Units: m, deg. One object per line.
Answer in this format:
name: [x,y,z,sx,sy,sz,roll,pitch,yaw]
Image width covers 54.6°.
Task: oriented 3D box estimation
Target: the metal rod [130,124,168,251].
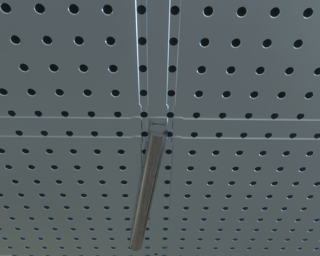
metal rod: [-0.024,0.115,0.509,0.025,0.025,0.298,7,130,-6]
